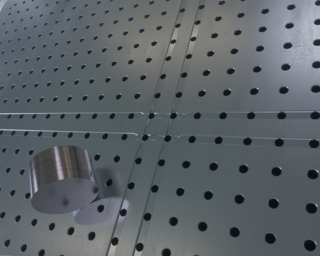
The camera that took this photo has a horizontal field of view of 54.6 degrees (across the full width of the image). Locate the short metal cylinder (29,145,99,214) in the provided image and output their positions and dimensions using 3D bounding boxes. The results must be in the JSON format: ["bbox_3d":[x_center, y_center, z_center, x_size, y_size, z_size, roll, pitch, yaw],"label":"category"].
[{"bbox_3d":[-0.124,0.067,0.398,0.080,0.080,0.050,-31,52,8],"label":"short metal cylinder"}]
